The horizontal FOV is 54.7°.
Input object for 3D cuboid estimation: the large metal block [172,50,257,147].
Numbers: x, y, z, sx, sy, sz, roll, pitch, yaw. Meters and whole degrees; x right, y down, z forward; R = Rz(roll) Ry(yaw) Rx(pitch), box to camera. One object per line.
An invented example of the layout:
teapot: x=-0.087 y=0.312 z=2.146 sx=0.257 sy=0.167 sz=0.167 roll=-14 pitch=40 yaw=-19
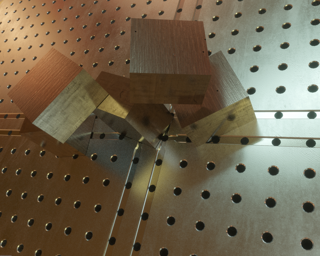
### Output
large metal block: x=0.060 y=-0.035 z=0.382 sx=0.080 sy=0.050 sz=0.080 roll=-27 pitch=53 yaw=11

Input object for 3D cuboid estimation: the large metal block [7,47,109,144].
large metal block: x=-0.124 y=-0.041 z=0.377 sx=0.080 sy=0.050 sz=0.080 roll=-49 pitch=51 yaw=-7

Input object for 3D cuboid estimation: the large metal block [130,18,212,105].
large metal block: x=0.008 y=-0.074 z=0.344 sx=0.081 sy=0.050 sz=0.080 roll=1 pitch=58 yaw=-5

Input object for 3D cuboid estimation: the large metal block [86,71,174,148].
large metal block: x=-0.041 y=-0.024 z=0.407 sx=0.080 sy=0.080 sz=0.050 roll=20 pitch=73 yaw=35

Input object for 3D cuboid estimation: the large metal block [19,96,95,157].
large metal block: x=-0.144 y=-0.011 z=0.452 sx=0.050 sy=0.080 sz=0.080 roll=-6 pitch=59 yaw=25
